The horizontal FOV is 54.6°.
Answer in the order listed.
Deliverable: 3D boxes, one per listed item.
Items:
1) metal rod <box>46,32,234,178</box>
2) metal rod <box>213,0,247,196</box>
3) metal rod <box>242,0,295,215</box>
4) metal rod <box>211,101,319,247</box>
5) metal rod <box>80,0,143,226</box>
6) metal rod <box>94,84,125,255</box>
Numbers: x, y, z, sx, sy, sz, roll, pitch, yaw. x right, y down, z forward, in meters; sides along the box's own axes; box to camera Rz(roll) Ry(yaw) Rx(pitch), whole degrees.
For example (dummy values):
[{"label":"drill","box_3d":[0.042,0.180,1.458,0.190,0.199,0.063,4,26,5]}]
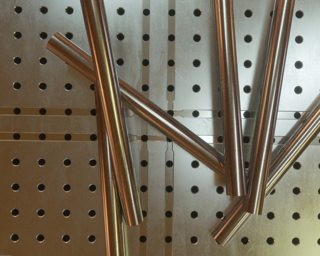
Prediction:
[{"label":"metal rod","box_3d":[-0.010,-0.018,0.396,0.301,0.025,0.025,36,90,-7]},{"label":"metal rod","box_3d":[0.088,-0.066,0.398,0.025,0.025,0.299,-3,84,0]},{"label":"metal rod","box_3d":[0.142,-0.041,0.401,0.025,0.025,0.299,11,85,0]},{"label":"metal rod","box_3d":[0.173,0.034,0.414,0.025,0.025,0.300,39,90,0]},{"label":"metal rod","box_3d":[-0.056,-0.018,0.372,0.025,0.025,0.298,-9,106,0]},{"label":"metal rod","box_3d":[-0.068,0.044,0.412,0.025,0.025,0.298,-4,90,0]}]
